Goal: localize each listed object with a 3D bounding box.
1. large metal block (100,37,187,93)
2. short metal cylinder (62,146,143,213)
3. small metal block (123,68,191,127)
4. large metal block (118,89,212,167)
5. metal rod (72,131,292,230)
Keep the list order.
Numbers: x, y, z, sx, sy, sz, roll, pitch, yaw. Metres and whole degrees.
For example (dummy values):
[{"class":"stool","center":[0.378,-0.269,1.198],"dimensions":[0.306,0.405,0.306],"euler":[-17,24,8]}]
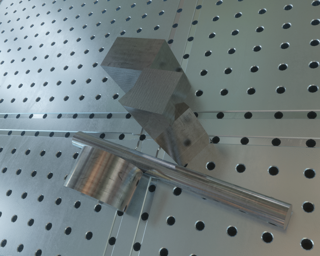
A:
[{"class":"large metal block","center":[-0.020,-0.078,0.430],"dimensions":[0.080,0.080,0.050],"euler":[14,69,33]},{"class":"short metal cylinder","center":[-0.067,0.062,0.368],"dimensions":[0.080,0.080,0.050],"euler":[11,68,32]},{"class":"small metal block","center":[-0.003,-0.034,0.327],"dimensions":[0.050,0.025,0.050],"euler":[15,69,33]},{"class":"large metal block","center":[0.007,-0.008,0.373],"dimensions":[0.050,0.080,0.080],"euler":[-43,51,-1]},{"class":"metal rod","center":[0.001,0.050,0.375],"dimensions":[0.300,0.025,0.025],"euler":[16,70,34]}]
